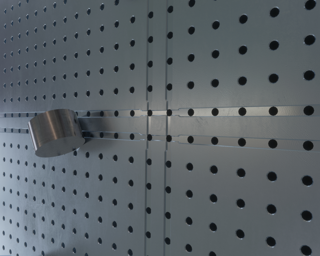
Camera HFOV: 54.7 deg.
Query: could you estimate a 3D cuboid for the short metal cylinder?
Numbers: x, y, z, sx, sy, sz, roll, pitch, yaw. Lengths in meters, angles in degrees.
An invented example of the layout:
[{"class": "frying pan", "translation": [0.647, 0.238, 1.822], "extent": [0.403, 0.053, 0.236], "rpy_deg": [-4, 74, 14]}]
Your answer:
[{"class": "short metal cylinder", "translation": [-0.172, 0.010, 0.516], "extent": [0.080, 0.081, 0.050], "rpy_deg": [-35, 69, 34]}]
